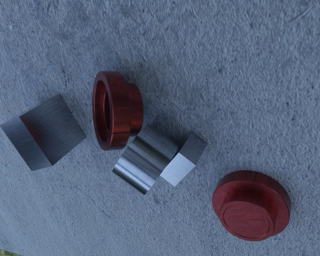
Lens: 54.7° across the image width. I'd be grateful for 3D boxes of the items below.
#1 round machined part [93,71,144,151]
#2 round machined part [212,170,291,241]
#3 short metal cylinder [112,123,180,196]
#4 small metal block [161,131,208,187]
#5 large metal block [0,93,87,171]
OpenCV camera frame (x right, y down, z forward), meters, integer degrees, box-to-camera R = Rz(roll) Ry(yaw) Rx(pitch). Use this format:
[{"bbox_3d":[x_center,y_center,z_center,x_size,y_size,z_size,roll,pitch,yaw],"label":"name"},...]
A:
[{"bbox_3d":[-0.052,-0.022,0.387,0.098,0.042,0.097,176,90,-65],"label":"round machined part"},{"bbox_3d":[0.115,0.107,0.401,0.098,0.042,0.097,13,124,20],"label":"round machined part"},{"bbox_3d":[-0.018,0.040,0.404,0.050,0.080,0.079,36,129,3],"label":"short metal cylinder"},{"bbox_3d":[0.030,0.040,0.398,0.025,0.050,0.050,38,129,1],"label":"small metal block"},{"bbox_3d":[-0.170,0.005,0.462,0.050,0.080,0.080,-16,110,34],"label":"large metal block"}]
